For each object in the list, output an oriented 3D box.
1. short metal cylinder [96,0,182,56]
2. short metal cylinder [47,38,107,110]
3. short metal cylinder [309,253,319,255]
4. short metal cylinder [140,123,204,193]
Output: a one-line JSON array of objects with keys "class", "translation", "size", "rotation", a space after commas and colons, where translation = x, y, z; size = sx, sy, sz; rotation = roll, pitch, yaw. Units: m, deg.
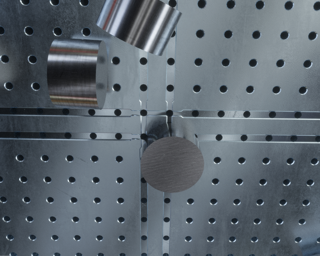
[{"class": "short metal cylinder", "translation": [-0.023, -0.120, 0.339], "size": [0.080, 0.080, 0.050], "rotation": [25, 108, -9]}, {"class": "short metal cylinder", "translation": [-0.092, -0.062, 0.360], "size": [0.050, 0.080, 0.079], "rotation": [3, 110, -1]}, {"class": "short metal cylinder", "translation": [0.265, 0.232, 0.472], "size": [0.050, 0.080, 0.080], "rotation": [-18, 109, 6]}, {"class": "short metal cylinder", "translation": [0.016, 0.039, 0.414], "size": [0.081, 0.050, 0.079], "rotation": [0, 110, 0]}]
